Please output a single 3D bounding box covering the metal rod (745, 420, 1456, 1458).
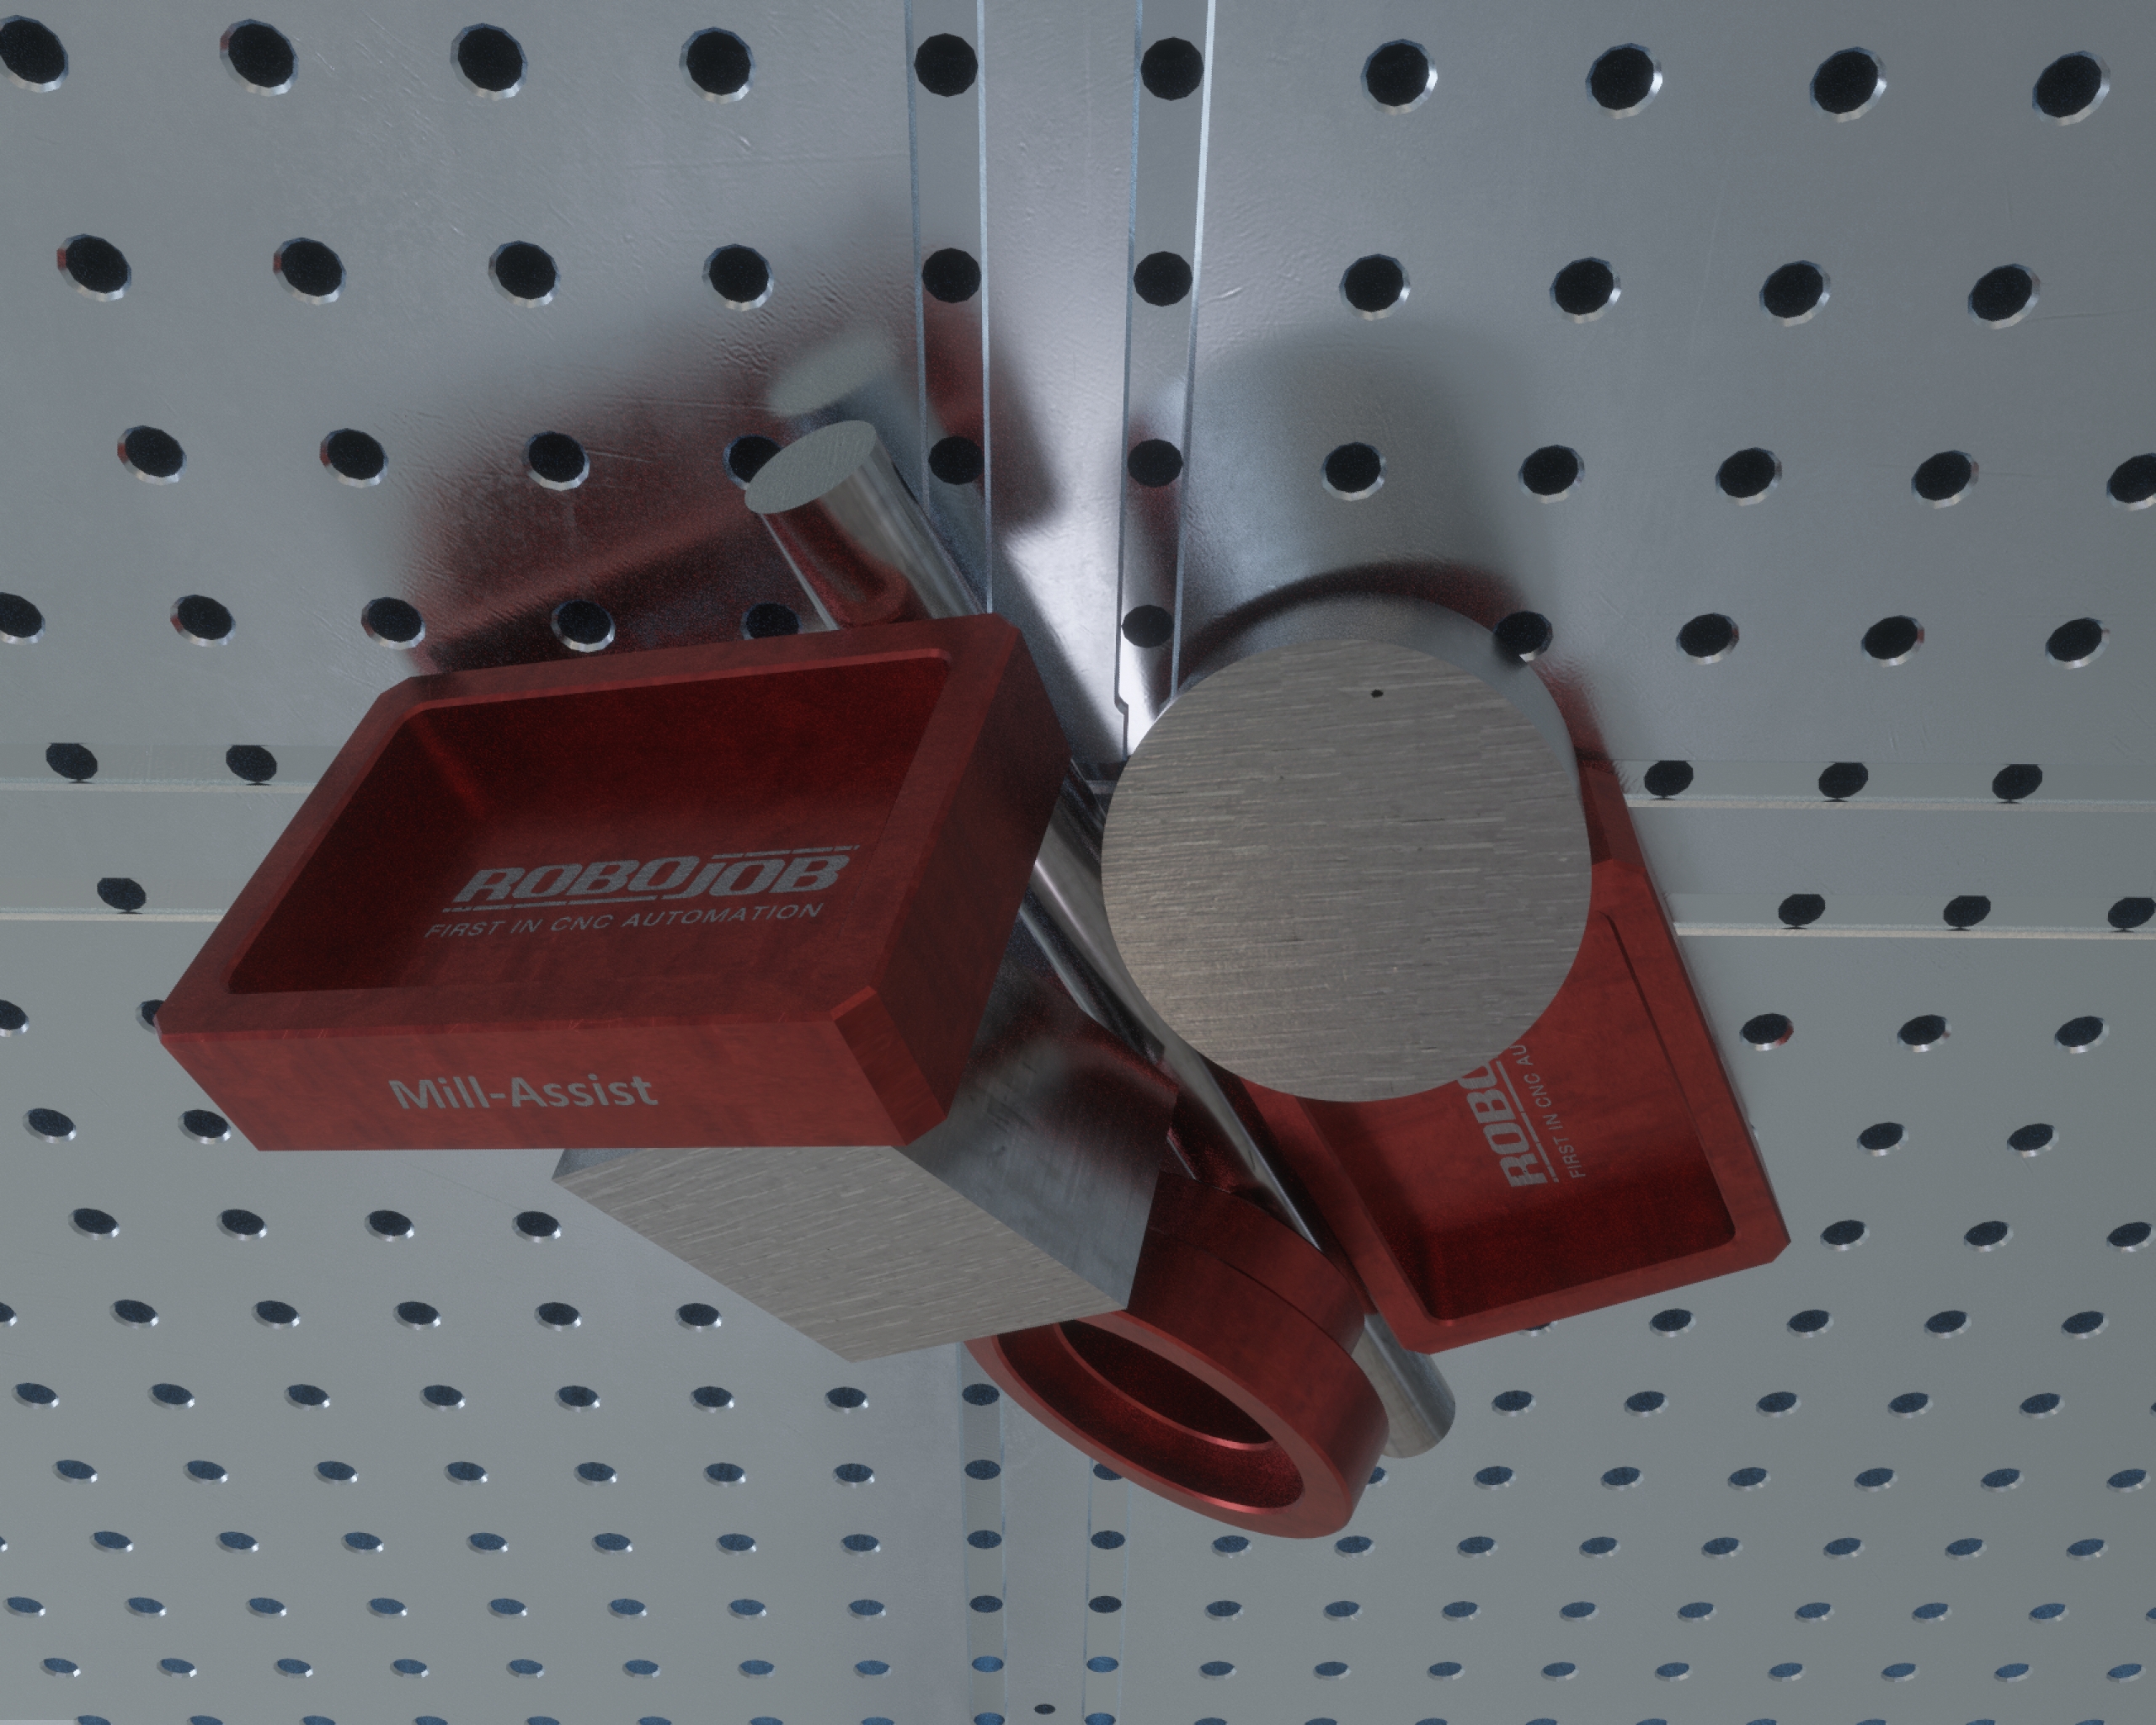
[{"bbox_3d":[0.019,0.036,0.437,0.025,0.025,0.299,-20,128,16],"label":"metal rod"}]

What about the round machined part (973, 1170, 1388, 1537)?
[{"bbox_3d":[0.025,0.106,0.467,0.098,0.042,0.098,24,149,16],"label":"round machined part"}]

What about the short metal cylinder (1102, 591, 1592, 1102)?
[{"bbox_3d":[0.048,-0.004,0.368,0.080,0.050,0.079,3,107,10],"label":"short metal cylinder"}]

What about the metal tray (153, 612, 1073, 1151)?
[{"bbox_3d":[-0.075,0.003,0.348,0.130,0.090,0.030,-3,133,22],"label":"metal tray"}]

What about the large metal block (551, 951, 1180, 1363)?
[{"bbox_3d":[-0.041,0.053,0.411,0.080,0.050,0.080,-22,130,40],"label":"large metal block"}]

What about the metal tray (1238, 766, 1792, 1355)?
[{"bbox_3d":[0.090,0.048,0.445,0.090,0.030,0.130,-20,128,16],"label":"metal tray"}]
